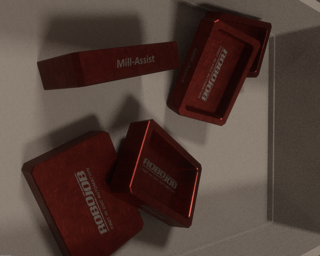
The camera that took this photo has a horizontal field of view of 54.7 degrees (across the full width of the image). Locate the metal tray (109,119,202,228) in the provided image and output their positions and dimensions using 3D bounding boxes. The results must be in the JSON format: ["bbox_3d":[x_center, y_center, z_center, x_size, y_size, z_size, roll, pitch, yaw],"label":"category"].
[{"bbox_3d":[0.003,0.060,0.382,0.130,0.030,0.090,43,51,-42],"label":"metal tray"}]

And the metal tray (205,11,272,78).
[{"bbox_3d":[0.116,-0.126,0.483,0.131,0.030,0.089,-8,116,-40],"label":"metal tray"}]

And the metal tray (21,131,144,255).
[{"bbox_3d":[-0.079,0.078,0.339,0.091,0.030,0.129,-30,109,-36],"label":"metal tray"}]

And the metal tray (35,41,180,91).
[{"bbox_3d":[-0.054,-0.068,0.338,0.131,0.090,0.030,-20,106,-40],"label":"metal tray"}]

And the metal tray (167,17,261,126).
[{"bbox_3d":[0.075,-0.074,0.430,0.091,0.030,0.129,13,106,-34],"label":"metal tray"}]
